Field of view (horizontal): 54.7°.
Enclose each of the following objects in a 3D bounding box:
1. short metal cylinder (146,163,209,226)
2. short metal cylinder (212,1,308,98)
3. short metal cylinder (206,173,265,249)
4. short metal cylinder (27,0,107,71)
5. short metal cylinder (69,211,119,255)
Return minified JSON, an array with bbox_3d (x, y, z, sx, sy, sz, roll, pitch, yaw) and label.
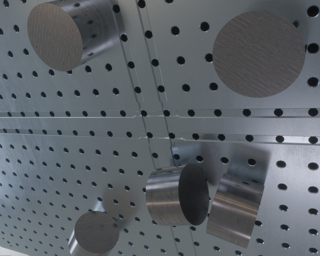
[{"bbox_3d":[0.025,0.090,0.418,0.050,0.080,0.080,-13,112,34],"label":"short metal cylinder"},{"bbox_3d":[0.097,-0.076,0.297,0.080,0.050,0.079,13,124,21],"label":"short metal cylinder"},{"bbox_3d":[0.095,0.102,0.389,0.050,0.080,0.079,16,125,19],"label":"short metal cylinder"},{"bbox_3d":[-0.114,-0.116,0.383,0.080,0.050,0.079,13,124,21],"label":"short metal cylinder"},{"bbox_3d":[-0.120,0.199,0.562,0.080,0.080,0.050,34,129,6],"label":"short metal cylinder"}]
